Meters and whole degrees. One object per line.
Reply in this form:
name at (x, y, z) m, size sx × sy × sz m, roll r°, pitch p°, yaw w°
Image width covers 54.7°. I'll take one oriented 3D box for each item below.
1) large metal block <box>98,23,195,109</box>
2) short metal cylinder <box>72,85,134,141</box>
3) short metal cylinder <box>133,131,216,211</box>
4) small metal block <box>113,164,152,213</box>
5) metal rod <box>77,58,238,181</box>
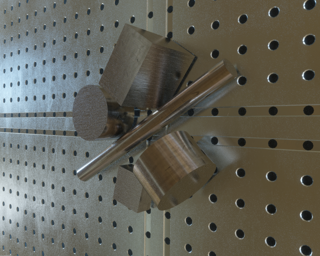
large metal block at (-0.016, -0.072, 0.382) m, size 0.050 × 0.081 × 0.080 m, roll 44°, pitch 116°, yaw 31°
short metal cylinder at (-0.084, -0.022, 0.458) m, size 0.080 × 0.050 × 0.079 m, roll 0°, pitch 90°, yaw 40°
short metal cylinder at (0.017, 0.049, 0.355) m, size 0.050 × 0.081 × 0.080 m, roll 51°, pitch 120°, yaw 27°
small metal block at (-0.036, 0.083, 0.434) m, size 0.050 × 0.025 × 0.050 m, roll 20°, pitch 102°, yaw 38°
metal rod at (-0.024, 0.005, 0.424) m, size 0.299 × 0.025 × 0.025 m, roll -35°, pitch 69°, yaw 34°
